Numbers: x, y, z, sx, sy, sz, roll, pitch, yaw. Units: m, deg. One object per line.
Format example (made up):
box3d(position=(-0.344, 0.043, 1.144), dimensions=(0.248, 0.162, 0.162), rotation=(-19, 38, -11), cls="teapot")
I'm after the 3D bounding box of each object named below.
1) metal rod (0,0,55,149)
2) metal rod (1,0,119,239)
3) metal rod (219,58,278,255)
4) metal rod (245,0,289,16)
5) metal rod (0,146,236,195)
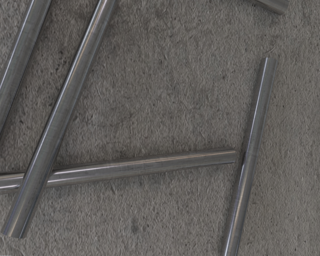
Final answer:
box3d(position=(-0.151, -0.100, 0.352), dimensions=(0.025, 0.025, 0.299), rotation=(20, 83, -19), cls="metal rod")
box3d(position=(-0.106, -0.029, 0.352), dimensions=(0.025, 0.025, 0.299), rotation=(22, 76, -19), cls="metal rod")
box3d(position=(0.132, 0.043, 0.457), dimensions=(0.025, 0.025, 0.299), rotation=(15, 85, -20), cls="metal rod")
box3d(position=(0.052, -0.221, 0.427), dimensions=(0.302, 0.025, 0.025), rotation=(14, 85, -20), cls="metal rod")
box3d(position=(-0.039, 0.050, 0.394), dimensions=(0.303, 0.025, 0.025), rotation=(-5, 92, -20), cls="metal rod")
